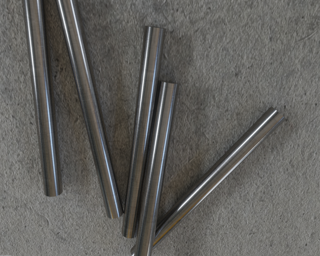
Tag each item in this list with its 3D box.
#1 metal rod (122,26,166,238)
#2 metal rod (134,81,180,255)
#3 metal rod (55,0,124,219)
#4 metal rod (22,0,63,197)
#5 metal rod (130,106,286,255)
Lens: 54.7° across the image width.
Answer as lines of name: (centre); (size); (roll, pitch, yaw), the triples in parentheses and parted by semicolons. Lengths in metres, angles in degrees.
metal rod: (-0.025, 0.019, 0.416); (0.025, 0.025, 0.298); (7, 110, -3)
metal rod: (-0.010, 0.085, 0.425); (0.025, 0.025, 0.298); (8, 104, -3)
metal rod: (-0.087, -0.013, 0.404); (0.025, 0.025, 0.298); (-8, 110, 3)
metal rod: (-0.147, -0.048, 0.390); (0.025, 0.025, 0.298); (1, 110, -1)
metal rod: (0.059, 0.088, 0.442); (0.025, 0.025, 0.299); (38, 106, -13)
